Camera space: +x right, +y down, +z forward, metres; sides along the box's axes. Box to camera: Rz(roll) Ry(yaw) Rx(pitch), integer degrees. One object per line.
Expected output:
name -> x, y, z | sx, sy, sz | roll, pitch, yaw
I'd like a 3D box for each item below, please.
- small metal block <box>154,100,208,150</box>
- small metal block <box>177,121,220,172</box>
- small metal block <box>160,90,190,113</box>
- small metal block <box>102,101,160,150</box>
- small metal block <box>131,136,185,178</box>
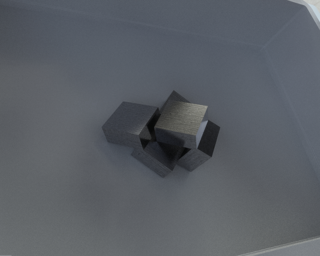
small metal block -> 0.027, -0.005, 0.375 | 0.050, 0.025, 0.050 | 11, 49, 19
small metal block -> 0.049, 0.022, 0.402 | 0.025, 0.050, 0.050 | 31, 52, -9
small metal block -> 0.023, -0.016, 0.427 | 0.050, 0.025, 0.050 | 36, 51, -4
small metal block -> -0.033, -0.004, 0.374 | 0.050, 0.025, 0.050 | 11, 46, 25
small metal block -> 0.000, 0.026, 0.389 | 0.050, 0.025, 0.050 | 36, 51, -4
